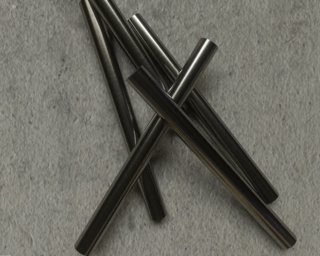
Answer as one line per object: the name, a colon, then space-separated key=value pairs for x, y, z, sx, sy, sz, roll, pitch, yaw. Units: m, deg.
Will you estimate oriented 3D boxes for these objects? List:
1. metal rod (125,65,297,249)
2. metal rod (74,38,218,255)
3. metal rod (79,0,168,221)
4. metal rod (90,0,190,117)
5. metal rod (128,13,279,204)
metal rod: x=0.071 y=0.045 z=0.377 sx=0.025 sy=0.025 sz=0.300 roll=-43 pitch=104 yaw=0
metal rod: x=-0.018 y=0.024 z=0.383 sx=0.025 sy=0.025 sz=0.299 roll=31 pitch=91 yaw=-1
metal rod: x=-0.048 y=-0.024 z=0.409 sx=0.025 sy=0.025 sz=0.298 roll=-18 pitch=90 yaw=0
metal rod: x=-0.053 y=-0.131 z=0.393 sx=0.025 sy=0.025 sz=0.299 roll=-34 pitch=97 yaw=0
metal rod: x=0.056 y=-0.024 z=0.410 sx=0.025 sy=0.025 sz=0.300 roll=-38 pitch=91 yaw=0
